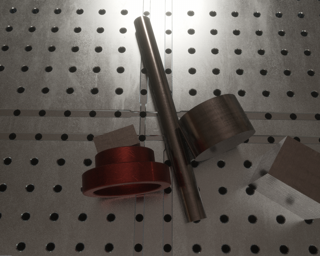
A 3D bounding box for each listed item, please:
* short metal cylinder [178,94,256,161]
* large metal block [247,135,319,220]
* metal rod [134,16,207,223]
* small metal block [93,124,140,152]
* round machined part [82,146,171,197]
[{"bbox_3d":[0.069,0.001,0.383,0.080,0.080,0.050,-22,72,-8],"label":"short metal cylinder"},{"bbox_3d":[0.160,0.061,0.362,0.080,0.080,0.050,31,73,10],"label":"large metal block"},{"bbox_3d":[0.008,-0.025,0.421,0.025,0.025,0.299,-13,71,-5],"label":"metal rod"},{"bbox_3d":[-0.052,0.023,0.390,0.050,0.050,0.025,-19,72,-7],"label":"small metal block"},{"bbox_3d":[-0.039,0.050,0.354,0.099,0.098,0.042,-6,71,-3],"label":"round machined part"}]
